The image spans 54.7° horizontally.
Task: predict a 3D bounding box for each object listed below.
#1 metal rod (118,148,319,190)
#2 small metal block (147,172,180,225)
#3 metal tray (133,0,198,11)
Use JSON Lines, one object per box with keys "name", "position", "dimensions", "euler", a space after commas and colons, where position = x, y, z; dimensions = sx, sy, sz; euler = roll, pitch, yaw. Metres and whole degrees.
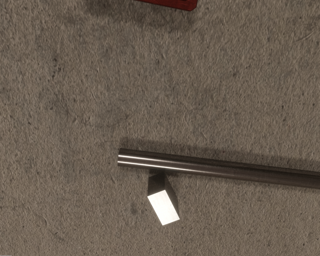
{"name": "metal rod", "position": [0.093, 0.058, 0.432], "dimensions": [0.302, 0.025, 0.025], "euler": [7, 110, -3]}
{"name": "small metal block", "position": [0.005, 0.097, 0.432], "dimensions": [0.025, 0.050, 0.050], "euler": [-22, 109, 8]}
{"name": "metal tray", "position": [-0.017, -0.186, 0.338], "dimensions": [0.131, 0.030, 0.089], "euler": [10, 110, -4]}
